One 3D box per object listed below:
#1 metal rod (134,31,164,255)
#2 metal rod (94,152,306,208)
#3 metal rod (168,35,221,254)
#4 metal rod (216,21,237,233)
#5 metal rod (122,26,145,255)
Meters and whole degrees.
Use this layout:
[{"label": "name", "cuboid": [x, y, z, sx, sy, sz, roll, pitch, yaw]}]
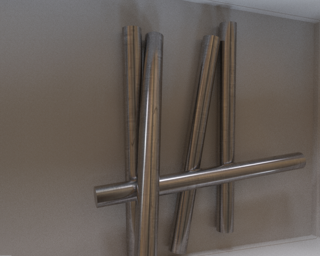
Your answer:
[{"label": "metal rod", "cuboid": [-0.012, 0.022, 0.366, 0.025, 0.025, 0.299, 8, 72, -20]}, {"label": "metal rod", "cuboid": [0.067, 0.064, 0.408, 0.303, 0.025, 0.025, -6, 93, -20]}, {"label": "metal rod", "cuboid": [0.048, 0.020, 0.429, 0.025, 0.025, 0.298, 11, 86, -20]}, {"label": "metal rod", "cuboid": [0.096, -0.001, 0.447, 0.025, 0.025, 0.298, 1, 90, -20]}, {"label": "metal rod", "cuboid": [-0.033, 0.021, 0.399, 0.025, 0.025, 0.298, -1, 91, -20]}]
